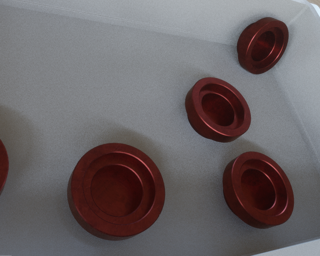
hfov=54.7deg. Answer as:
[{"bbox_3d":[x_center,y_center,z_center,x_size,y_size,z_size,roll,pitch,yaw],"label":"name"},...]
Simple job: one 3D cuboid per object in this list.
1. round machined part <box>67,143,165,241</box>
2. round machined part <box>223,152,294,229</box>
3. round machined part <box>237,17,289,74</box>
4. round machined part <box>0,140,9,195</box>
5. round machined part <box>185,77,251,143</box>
[{"bbox_3d":[-0.048,0.068,0.327,0.099,0.042,0.098,14,56,-21],"label":"round machined part"},{"bbox_3d":[0.124,0.084,0.410,0.099,0.042,0.098,14,56,-21],"label":"round machined part"},{"bbox_3d":[0.177,-0.149,0.554,0.099,0.097,0.042,-8,37,-32],"label":"round machined part"},{"bbox_3d":[-0.187,0.040,0.268,0.099,0.042,0.098,15,55,-23],"label":"round machined part"},{"bbox_3d":[0.079,-0.022,0.451,0.099,0.042,0.098,14,56,-21],"label":"round machined part"}]
